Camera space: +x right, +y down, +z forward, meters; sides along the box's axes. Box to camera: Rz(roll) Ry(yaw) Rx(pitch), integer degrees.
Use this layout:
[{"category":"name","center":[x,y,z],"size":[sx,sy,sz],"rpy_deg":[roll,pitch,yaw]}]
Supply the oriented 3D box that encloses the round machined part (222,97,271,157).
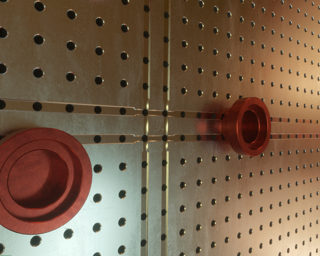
[{"category":"round machined part","center":[0.142,-0.002,0.520],"size":[0.099,0.042,0.097],"rpy_deg":[0,90,-40]}]

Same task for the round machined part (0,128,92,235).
[{"category":"round machined part","center":[-0.120,0.048,0.299],"size":[0.099,0.042,0.097],"rpy_deg":[0,90,-40]}]
